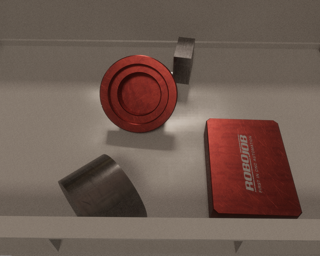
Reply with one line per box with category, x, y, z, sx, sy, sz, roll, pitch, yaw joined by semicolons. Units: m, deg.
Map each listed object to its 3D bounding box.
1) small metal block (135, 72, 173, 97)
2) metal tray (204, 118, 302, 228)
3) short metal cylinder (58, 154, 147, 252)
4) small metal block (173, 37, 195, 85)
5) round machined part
small metal block;-0.009;-0.058;0.454;0.050;0.025;0.050;6;50;4
metal tray;0.101;0.047;0.363;0.091;0.030;0.130;2;50;1
short metal cylinder;-0.057;0.073;0.307;0.050;0.080;0.080;-32;57;-24
small metal block;0.037;-0.103;0.476;0.025;0.050;0.050;8;51;7
round machined part;-0.026;-0.045;0.409;0.099;0.097;0.042;5;9;4
